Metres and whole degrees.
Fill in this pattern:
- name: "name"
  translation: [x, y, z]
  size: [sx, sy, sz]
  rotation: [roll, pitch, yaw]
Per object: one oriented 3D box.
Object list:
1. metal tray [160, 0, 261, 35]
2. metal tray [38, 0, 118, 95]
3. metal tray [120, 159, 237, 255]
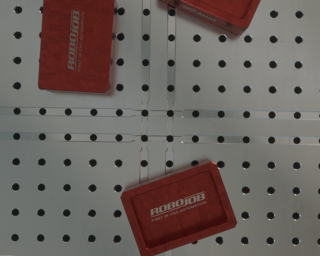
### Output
- name: "metal tray"
  translation: [0.071, -0.193, 0.411]
  size: [0.130, 0.030, 0.090]
  rotation: [24, 90, 0]
- name: "metal tray"
  translation: [-0.107, -0.112, 0.410]
  size: [0.090, 0.030, 0.129]
  rotation: [4, 90, 0]
- name: "metal tray"
  translation: [0.024, 0.105, 0.411]
  size: [0.131, 0.030, 0.090]
  rotation: [-19, 90, 0]
